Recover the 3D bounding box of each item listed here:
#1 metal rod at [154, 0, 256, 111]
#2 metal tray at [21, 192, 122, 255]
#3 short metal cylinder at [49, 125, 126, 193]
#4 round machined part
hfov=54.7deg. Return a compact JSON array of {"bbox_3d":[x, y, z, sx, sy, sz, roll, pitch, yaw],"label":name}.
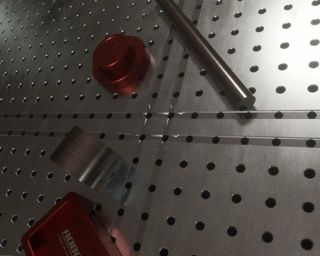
[{"bbox_3d":[0.050,-0.135,0.463,0.025,0.025,0.300,-32,52,7],"label":"metal rod"},{"bbox_3d":[-0.103,0.151,0.364,0.090,0.030,0.130,-43,51,-2],"label":"metal tray"},{"bbox_3d":[-0.091,0.040,0.395,0.080,0.080,0.050,26,76,36],"label":"short metal cylinder"},{"bbox_3d":[-0.069,-0.113,0.501,0.098,0.042,0.098,-13,56,20],"label":"round machined part"}]
